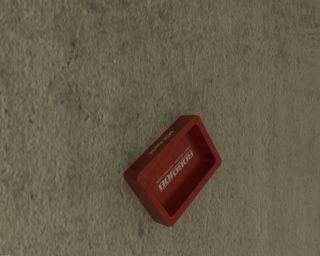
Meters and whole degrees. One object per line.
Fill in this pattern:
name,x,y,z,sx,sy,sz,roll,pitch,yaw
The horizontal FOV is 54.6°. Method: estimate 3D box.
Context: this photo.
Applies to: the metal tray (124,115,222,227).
metal tray,0.023,0.054,0.419,0.131,0.030,0.090,-44,117,-31
